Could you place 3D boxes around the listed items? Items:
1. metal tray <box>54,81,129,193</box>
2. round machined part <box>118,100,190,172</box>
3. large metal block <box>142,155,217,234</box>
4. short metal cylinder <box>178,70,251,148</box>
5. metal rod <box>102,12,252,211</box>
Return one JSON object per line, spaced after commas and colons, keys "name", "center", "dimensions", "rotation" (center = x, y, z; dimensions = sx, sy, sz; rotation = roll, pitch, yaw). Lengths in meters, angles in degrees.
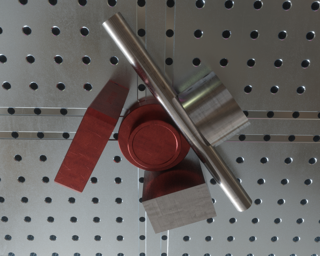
{"name": "metal tray", "center": [-0.074, 0.003, 0.358], "dimensions": [0.030, 0.130, 0.089], "rotation": [26, 108, -9]}
{"name": "round machined part", "center": [-0.007, 0.015, 0.409], "dimensions": [0.099, 0.042, 0.097], "rotation": [0, 110, -1]}
{"name": "large metal block", "center": [0.024, 0.086, 0.416], "dimensions": [0.080, 0.080, 0.050], "rotation": [-18, 109, 6]}
{"name": "short metal cylinder", "center": [0.065, -0.023, 0.375], "dimensions": [0.050, 0.080, 0.080], "rotation": [-35, 107, 12]}
{"name": "metal rod", "center": [0.031, -0.008, 0.388], "dimensions": [0.025, 0.025, 0.299], "rotation": [-34, 107, 11]}
